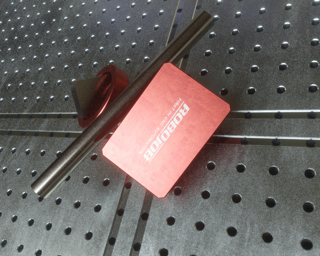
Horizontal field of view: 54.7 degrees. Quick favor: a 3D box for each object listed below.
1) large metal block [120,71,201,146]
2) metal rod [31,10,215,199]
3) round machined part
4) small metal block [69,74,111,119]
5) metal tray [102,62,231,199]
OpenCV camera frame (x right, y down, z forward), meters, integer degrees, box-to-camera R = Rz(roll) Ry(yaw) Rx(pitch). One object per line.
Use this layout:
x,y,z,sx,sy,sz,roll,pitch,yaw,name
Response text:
0.000,-0.025,0.406,0.080,0.050,0.080,9,66,32,large metal block
-0.042,-0.033,0.384,0.300,0.025,0.025,-47,52,-5,metal rod
-0.072,-0.037,0.439,0.098,0.042,0.098,-34,42,38,round machined part
-0.092,-0.045,0.430,0.050,0.050,0.025,-18,14,-27,small metal block
0.007,0.003,0.355,0.090,0.030,0.130,37,96,7,metal tray
